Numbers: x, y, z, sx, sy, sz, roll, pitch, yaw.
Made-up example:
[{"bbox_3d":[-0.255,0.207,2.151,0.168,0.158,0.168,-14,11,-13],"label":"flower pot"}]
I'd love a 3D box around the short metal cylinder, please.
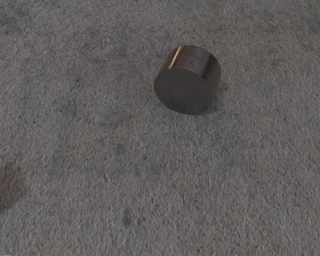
[{"bbox_3d":[0.038,-0.064,0.422,0.080,0.080,0.050,15,52,12],"label":"short metal cylinder"}]
